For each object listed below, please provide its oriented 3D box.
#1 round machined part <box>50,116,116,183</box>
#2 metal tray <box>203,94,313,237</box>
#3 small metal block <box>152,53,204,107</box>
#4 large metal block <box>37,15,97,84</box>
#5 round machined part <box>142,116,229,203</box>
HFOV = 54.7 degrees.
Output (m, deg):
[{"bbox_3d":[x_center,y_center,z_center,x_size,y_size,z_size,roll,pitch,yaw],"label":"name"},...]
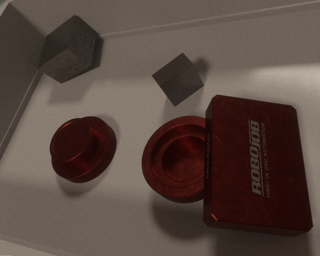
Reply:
[{"bbox_3d":[-0.115,0.025,0.438,0.098,0.042,0.098,-13,56,20],"label":"round machined part"},{"bbox_3d":[0.092,0.033,0.306,0.091,0.030,0.130,8,61,-4],"label":"metal tray"},{"bbox_3d":[0.025,-0.063,0.414,0.050,0.050,0.025,-36,52,4],"label":"small metal block"},{"bbox_3d":[-0.163,-0.137,0.546,0.080,0.050,0.080,-21,53,32],"label":"large metal block"},{"bbox_3d":[0.032,0.038,0.354,0.098,0.042,0.098,-13,56,20],"label":"round machined part"}]
